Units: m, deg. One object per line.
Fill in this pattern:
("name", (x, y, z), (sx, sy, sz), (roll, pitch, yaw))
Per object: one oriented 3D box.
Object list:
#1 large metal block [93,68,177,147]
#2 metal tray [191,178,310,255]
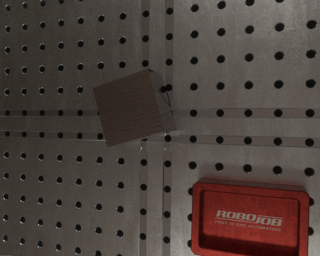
("large metal block", (-0.032, -0.024, 0.410), (0.080, 0.050, 0.080), (-16, 85, 19))
("metal tray", (0.105, 0.112, 0.372), (0.130, 0.030, 0.089), (2, 91, 19))
